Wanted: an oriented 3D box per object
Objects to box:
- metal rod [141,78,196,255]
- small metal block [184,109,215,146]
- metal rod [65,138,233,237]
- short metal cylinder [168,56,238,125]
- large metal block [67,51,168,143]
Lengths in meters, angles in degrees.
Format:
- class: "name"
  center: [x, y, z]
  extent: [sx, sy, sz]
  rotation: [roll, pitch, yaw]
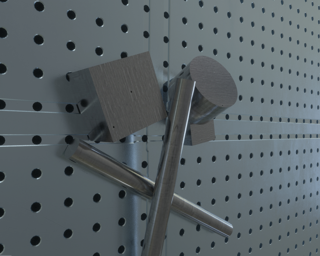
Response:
- class: "metal rod"
  center: [0.003, 0.089, 0.380]
  extent: [0.025, 0.025, 0.298]
  rotation: [8, 95, -40]
- class: "small metal block"
  center: [0.053, -0.004, 0.457]
  extent: [0.050, 0.025, 0.050]
  rotation: [-11, 98, -40]
- class: "metal rod"
  center: [0.007, 0.093, 0.416]
  extent: [0.301, 0.025, 0.025]
  rotation: [35, 68, -35]
- class: "short metal cylinder"
  center: [0.059, -0.051, 0.424]
  extent: [0.081, 0.050, 0.080]
  rotation: [18, 55, -27]
- class: "large metal block"
  center: [-0.047, -0.036, 0.355]
  extent: [0.081, 0.050, 0.080]
  rotation: [-27, 107, -37]
